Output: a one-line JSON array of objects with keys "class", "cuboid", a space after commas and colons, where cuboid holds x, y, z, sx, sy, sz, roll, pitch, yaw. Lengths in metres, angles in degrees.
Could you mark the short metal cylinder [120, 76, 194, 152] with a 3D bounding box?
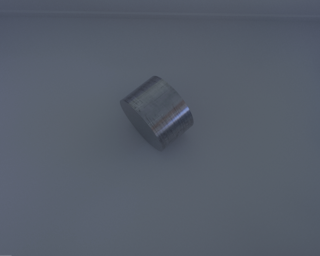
[{"class": "short metal cylinder", "cuboid": [-0.004, -0.017, 0.384, 0.050, 0.080, 0.080, -40, 75, -13]}]
